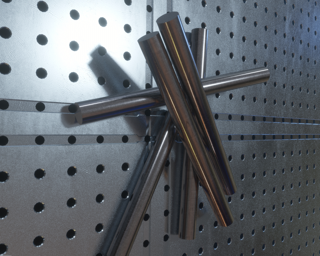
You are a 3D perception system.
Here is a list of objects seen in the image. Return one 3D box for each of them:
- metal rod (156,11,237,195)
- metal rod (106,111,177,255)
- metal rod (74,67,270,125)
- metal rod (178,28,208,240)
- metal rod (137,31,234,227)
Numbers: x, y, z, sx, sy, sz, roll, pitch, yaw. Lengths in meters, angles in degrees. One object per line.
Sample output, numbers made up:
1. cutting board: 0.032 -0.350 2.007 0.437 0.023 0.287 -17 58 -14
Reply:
1. metal rod: 0.060 -0.008 0.413 0.025 0.025 0.299 -50 133 -28
2. metal rod: -0.033 0.109 0.380 0.025 0.025 0.300 36 68 -34
3. metal rod: 0.037 -0.050 0.411 0.302 0.025 0.025 -15 100 -31
4. metal rod: 0.048 0.006 0.448 0.025 0.025 0.299 7 86 -40
5. metal rod: 0.044 0.021 0.402 0.025 0.025 0.299 -44 123 -31
